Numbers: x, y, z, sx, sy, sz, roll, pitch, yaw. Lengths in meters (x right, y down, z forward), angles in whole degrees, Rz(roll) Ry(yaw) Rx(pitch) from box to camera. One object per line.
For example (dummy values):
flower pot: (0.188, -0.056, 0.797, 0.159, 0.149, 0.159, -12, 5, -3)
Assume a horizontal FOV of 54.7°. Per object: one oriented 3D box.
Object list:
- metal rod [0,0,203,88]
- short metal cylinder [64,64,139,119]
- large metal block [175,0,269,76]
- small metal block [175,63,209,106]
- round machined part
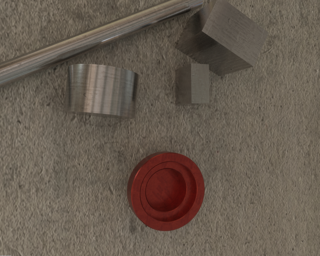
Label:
metal rod: (-0.075, -0.112, 0.381, 0.302, 0.025, 0.025, -28, 100, -18)
short metal cylinder: (-0.066, -0.039, 0.356, 0.081, 0.080, 0.050, 6, 88, -20)
large metal block: (0.079, -0.116, 0.410, 0.080, 0.080, 0.050, 28, 81, -18)
small metal block: (0.042, -0.056, 0.412, 0.025, 0.050, 0.050, -1, 91, -20)
round machined part: (0.005, 0.079, 0.403, 0.099, 0.042, 0.097, 0, 90, -21)
